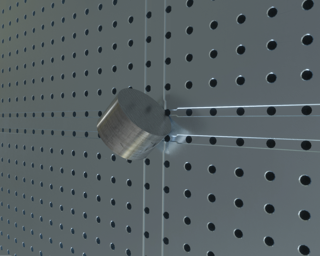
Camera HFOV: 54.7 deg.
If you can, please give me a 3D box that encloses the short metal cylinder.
[{"bbox_3d":[-0.033,-0.005,0.398,0.050,0.081,0.080,-48,62,29],"label":"short metal cylinder"}]
